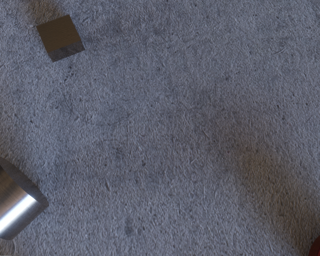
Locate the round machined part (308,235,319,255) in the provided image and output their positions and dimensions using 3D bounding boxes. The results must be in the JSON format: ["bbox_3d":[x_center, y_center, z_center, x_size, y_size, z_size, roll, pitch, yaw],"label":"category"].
[{"bbox_3d":[0.212,0.160,0.343,0.099,0.042,0.098,0,70,-1],"label":"round machined part"}]

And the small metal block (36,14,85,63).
[{"bbox_3d":[-0.145,-0.132,0.454,0.050,0.025,0.050,-24,72,-9],"label":"small metal block"}]

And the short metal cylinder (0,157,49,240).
[{"bbox_3d":[-0.173,0.078,0.348,0.080,0.080,0.050,42,75,13],"label":"short metal cylinder"}]
